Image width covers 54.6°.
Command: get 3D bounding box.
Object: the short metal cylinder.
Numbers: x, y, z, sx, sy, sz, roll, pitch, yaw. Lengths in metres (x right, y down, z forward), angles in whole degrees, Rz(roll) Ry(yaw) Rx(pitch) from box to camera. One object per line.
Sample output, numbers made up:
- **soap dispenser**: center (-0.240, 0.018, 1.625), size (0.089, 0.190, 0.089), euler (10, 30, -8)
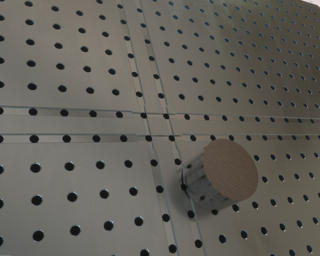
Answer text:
- **short metal cylinder**: center (0.076, 0.060, 0.396), size (0.081, 0.050, 0.080), euler (13, 56, -21)
